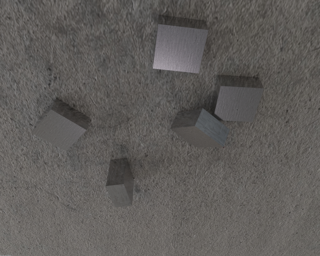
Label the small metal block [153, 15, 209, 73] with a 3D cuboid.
[{"bbox_3d":[0.020,-0.089,0.331,0.050,0.025,0.050,5,130,-5],"label":"small metal block"}]

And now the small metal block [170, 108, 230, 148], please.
[{"bbox_3d":[0.050,0.001,0.393,0.050,0.025,0.050,35,158,-26],"label":"small metal block"}]

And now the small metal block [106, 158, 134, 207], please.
[{"bbox_3d":[-0.058,0.081,0.459,0.025,0.050,0.050,-7,130,6],"label":"small metal block"}]

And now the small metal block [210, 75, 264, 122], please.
[{"bbox_3d":[0.092,-0.036,0.378,0.050,0.025,0.050,3,130,-3],"label":"small metal block"}]

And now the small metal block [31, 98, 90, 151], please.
[{"bbox_3d":[-0.128,-0.004,0.403,0.050,0.025,0.050,34,122,-26],"label":"small metal block"}]
